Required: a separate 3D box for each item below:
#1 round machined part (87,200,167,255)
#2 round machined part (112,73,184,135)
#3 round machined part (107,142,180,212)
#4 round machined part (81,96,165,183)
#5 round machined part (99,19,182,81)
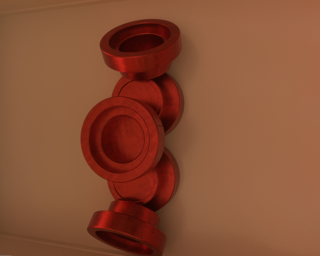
[{"bbox_3d":[-0.038,0.126,0.393,0.098,0.098,0.042,7,55,19],"label":"round machined part"},{"bbox_3d":[-0.021,-0.033,0.406,0.098,0.042,0.097,0,90,19],"label":"round machined part"},{"bbox_3d":[-0.027,0.065,0.408,0.098,0.042,0.097,0,90,19],"label":"round machined part"},{"bbox_3d":[-0.040,0.013,0.367,0.098,0.042,0.097,0,90,19],"label":"round machined part"},{"bbox_3d":[-0.022,-0.095,0.387,0.098,0.098,0.042,8,135,19],"label":"round machined part"}]
